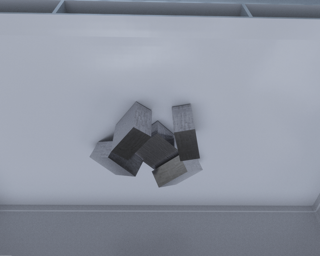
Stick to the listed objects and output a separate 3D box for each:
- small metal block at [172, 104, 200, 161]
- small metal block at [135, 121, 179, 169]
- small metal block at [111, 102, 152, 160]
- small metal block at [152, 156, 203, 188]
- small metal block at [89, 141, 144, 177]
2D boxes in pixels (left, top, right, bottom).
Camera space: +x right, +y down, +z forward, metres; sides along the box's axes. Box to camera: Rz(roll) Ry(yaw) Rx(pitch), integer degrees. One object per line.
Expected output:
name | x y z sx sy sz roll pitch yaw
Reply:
small metal block | 0.033 0.006 0.395 0.025 0.050 0.050 -9 130 6
small metal block | -0.005 0.026 0.428 0.050 0.025 0.050 -34 123 25
small metal block | -0.035 0.004 0.392 0.025 0.050 0.050 30 124 -23
small metal block | 0.025 0.061 0.442 0.050 0.025 0.050 -34 160 24
small metal block | -0.060 0.043 0.427 0.050 0.025 0.050 41 152 -30
